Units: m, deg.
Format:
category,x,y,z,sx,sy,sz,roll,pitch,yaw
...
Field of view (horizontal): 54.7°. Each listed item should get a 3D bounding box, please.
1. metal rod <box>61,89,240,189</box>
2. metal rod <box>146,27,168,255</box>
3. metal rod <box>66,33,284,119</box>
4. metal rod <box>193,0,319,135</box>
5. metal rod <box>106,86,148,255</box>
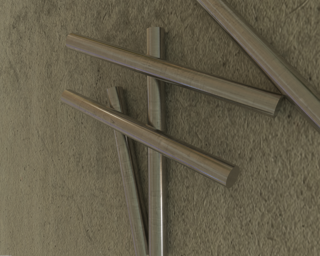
category,x,y,z,sx,sy,sz,roll,pitch,yaw
metal rod,-0.036,0.000,0.400,0.300,0.025,0.025,24,105,37
metal rod,-0.004,0.019,0.408,0.025,0.025,0.298,-1,89,40
metal rod,-0.004,-0.073,0.378,0.300,0.025,0.025,23,105,28
metal rod,0.080,-0.113,0.338,0.025,0.025,0.299,-48,62,29
metal rod,-0.038,0.087,0.436,0.025,0.025,0.299,-19,78,38
